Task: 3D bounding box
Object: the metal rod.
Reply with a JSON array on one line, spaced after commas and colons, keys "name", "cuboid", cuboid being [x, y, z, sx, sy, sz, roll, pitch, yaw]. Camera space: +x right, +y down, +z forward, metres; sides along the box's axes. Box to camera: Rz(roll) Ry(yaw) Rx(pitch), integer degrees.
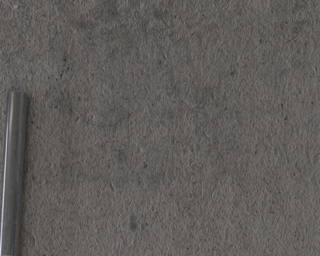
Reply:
[{"name": "metal rod", "cuboid": [-0.196, 0.103, 0.408, 0.025, 0.025, 0.298, 3, 90, 0]}]
